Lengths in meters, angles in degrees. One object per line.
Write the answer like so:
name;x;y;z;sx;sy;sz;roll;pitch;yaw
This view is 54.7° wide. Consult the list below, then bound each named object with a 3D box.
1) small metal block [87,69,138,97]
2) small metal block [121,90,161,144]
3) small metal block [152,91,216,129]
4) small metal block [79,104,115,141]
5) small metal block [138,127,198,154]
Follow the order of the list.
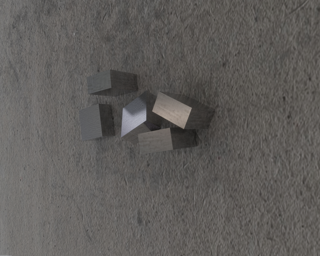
small metal block;-0.068;-0.063;0.445;0.050;0.050;0.025;-8;85;40
small metal block;-0.025;-0.014;0.413;0.050;0.025;0.050;-33;44;35
small metal block;0.029;-0.021;0.365;0.050;0.050;0.025;31;109;35
small metal block;-0.100;-0.008;0.487;0.050;0.025;0.050;-13;82;39
small metal block;0.010;0.015;0.380;0.050;0.050;0.025;-12;84;39
